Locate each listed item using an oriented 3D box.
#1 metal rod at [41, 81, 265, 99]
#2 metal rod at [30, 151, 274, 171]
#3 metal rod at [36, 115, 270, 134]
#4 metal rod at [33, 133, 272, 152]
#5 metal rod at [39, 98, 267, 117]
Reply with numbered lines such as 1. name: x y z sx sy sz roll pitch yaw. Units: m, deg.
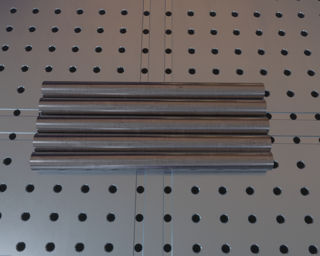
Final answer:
1. metal rod: -0.009 -0.051 0.430 0.302 0.025 0.025 0 70 -1
2. metal rod: -0.009 0.042 0.396 0.302 0.025 0.025 0 70 -1
3. metal rod: -0.009 -0.004 0.413 0.302 0.025 0.025 0 70 -1
4. metal rod: -0.009 0.020 0.404 0.302 0.025 0.025 0 70 -1
5. metal rod: -0.009 -0.028 0.422 0.302 0.025 0.025 0 70 -1
